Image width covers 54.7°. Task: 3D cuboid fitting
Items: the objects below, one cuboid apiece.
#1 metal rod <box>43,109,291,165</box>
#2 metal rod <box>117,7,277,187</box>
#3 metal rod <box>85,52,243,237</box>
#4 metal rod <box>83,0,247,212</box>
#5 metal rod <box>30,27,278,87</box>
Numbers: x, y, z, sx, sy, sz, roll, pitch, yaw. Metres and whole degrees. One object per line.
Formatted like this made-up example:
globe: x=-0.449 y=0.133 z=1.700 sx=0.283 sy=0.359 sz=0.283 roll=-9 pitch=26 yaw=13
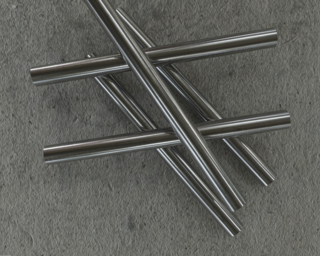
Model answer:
metal rod: x=0.009 y=0.011 z=0.387 sx=0.302 sy=0.025 sz=0.025 roll=-9 pitch=90 yaw=-1
metal rod: x=0.044 y=-0.040 z=0.411 sx=0.025 sy=0.025 sz=0.300 roll=-43 pitch=91 yaw=0
metal rod: x=0.003 y=0.022 z=0.410 sx=0.025 sy=0.025 sz=0.300 roll=-41 pitch=91 yaw=0
metal rod: x=0.006 y=-0.032 z=0.361 sx=0.025 sy=0.025 sz=0.299 roll=-35 pitch=91 yaw=0
metal rod: x=-0.006 y=-0.089 z=0.386 sx=0.302 sy=0.025 sz=0.025 roll=-10 pitch=90 yaw=-1
